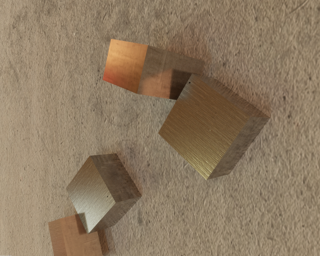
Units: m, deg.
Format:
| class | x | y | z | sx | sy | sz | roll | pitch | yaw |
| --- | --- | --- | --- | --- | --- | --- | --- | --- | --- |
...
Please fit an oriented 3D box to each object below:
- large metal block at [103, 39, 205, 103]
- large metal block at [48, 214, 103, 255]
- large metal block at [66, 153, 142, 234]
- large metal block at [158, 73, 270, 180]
| class | x | y | z | sx | sy | sz | roll | pitch | yaw |
| --- | --- | --- | --- | --- | --- | --- | --- | --- | --- |
| large metal block | -0.009 | -0.068 | 0.367 | 0.080 | 0.081 | 0.050 | 27 | 107 | 49 |
| large metal block | -0.134 | 0.179 | 0.486 | 0.080 | 0.050 | 0.080 | -32 | 69 | 53 |
| large metal block | -0.085 | 0.095 | 0.459 | 0.080 | 0.050 | 0.080 | -50 | 61 | 28 |
| large metal block | 0.057 | -0.002 | 0.342 | 0.080 | 0.050 | 0.080 | 44 | 116 | 31 |
